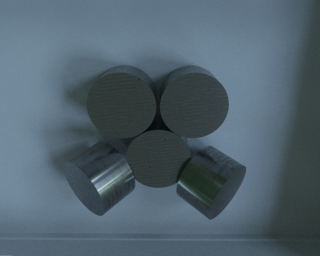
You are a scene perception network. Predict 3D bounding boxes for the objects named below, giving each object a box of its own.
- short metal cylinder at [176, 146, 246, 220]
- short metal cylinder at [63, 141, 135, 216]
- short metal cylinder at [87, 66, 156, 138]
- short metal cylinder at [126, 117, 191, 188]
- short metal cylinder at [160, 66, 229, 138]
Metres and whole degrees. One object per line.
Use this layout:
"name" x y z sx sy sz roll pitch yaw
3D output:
"short metal cylinder" 0.067 0.070 0.400 0.050 0.081 0.079 33 112 30
"short metal cylinder" -0.078 0.064 0.397 0.050 0.080 0.080 -35 114 -35
"short metal cylinder" -0.045 -0.033 0.382 0.081 0.050 0.079 0 110 -1
"short metal cylinder" -0.002 0.031 0.406 0.081 0.050 0.079 0 110 -1
"short metal cylinder" 0.040 -0.034 0.385 0.081 0.050 0.079 0 110 -1
